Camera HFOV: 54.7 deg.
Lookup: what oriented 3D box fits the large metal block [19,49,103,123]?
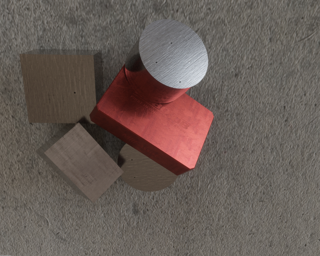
[{"bbox_3d":[-0.114,-0.052,0.375,0.081,0.050,0.079,1,110,-1],"label":"large metal block"}]

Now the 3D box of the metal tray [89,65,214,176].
[{"bbox_3d":[-0.005,-0.014,0.372,0.130,0.090,0.030,34,146,-12],"label":"metal tray"}]

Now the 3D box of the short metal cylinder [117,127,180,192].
[{"bbox_3d":[-0.013,0.037,0.412,0.081,0.050,0.079,0,110,0],"label":"short metal cylinder"}]

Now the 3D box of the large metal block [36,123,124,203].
[{"bbox_3d":[-0.103,0.042,0.389,0.050,0.080,0.080,-46,108,-22],"label":"large metal block"}]

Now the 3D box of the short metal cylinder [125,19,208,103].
[{"bbox_3d":[0.006,-0.073,0.350,0.081,0.050,0.080,6,74,-22],"label":"short metal cylinder"}]
